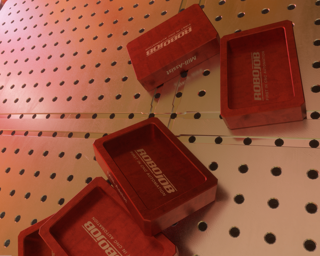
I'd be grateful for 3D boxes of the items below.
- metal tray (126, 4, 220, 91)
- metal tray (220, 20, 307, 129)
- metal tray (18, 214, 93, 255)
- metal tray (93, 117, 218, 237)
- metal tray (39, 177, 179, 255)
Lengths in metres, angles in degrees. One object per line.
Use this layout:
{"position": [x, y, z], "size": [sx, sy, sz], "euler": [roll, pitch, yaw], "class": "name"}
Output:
{"position": [0.019, -0.124, 0.472], "size": [0.130, 0.030, 0.090], "euler": [-28, 52, 10], "class": "metal tray"}
{"position": [0.122, -0.067, 0.382], "size": [0.090, 0.030, 0.130], "euler": [-8, 58, 24], "class": "metal tray"}
{"position": [-0.121, 0.169, 0.365], "size": [0.090, 0.030, 0.130], "euler": [-29, 52, 10], "class": "metal tray"}
{"position": [-0.009, 0.047, 0.356], "size": [0.091, 0.030, 0.130], "euler": [-23, 47, -23], "class": "metal tray"}
{"position": [-0.056, 0.124, 0.333], "size": [0.130, 0.030, 0.090], "euler": [35, 66, 30], "class": "metal tray"}
